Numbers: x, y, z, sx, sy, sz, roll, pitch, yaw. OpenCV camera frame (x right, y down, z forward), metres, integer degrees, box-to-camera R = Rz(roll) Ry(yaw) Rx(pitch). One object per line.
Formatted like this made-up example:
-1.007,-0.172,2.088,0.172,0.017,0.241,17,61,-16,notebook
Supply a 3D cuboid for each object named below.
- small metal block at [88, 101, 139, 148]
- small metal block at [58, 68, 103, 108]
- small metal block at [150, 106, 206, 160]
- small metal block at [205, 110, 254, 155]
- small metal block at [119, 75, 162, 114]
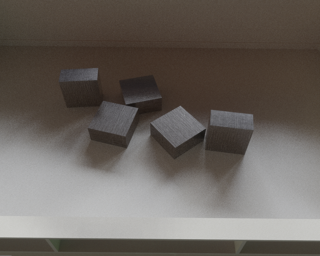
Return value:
-0.060,-0.005,0.409,0.050,0.025,0.050,12,51,10,small metal block
-0.109,-0.056,0.434,0.050,0.050,0.025,-3,50,-3,small metal block
0.023,0.005,0.401,0.050,0.025,0.050,-30,57,-23,small metal block
0.085,0.006,0.385,0.050,0.050,0.025,7,51,5,small metal block
-0.028,-0.047,0.444,0.050,0.025,0.050,-11,51,-10,small metal block
